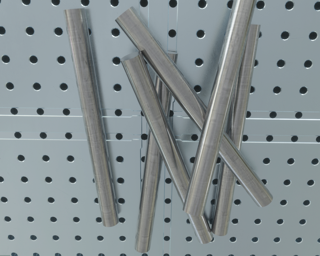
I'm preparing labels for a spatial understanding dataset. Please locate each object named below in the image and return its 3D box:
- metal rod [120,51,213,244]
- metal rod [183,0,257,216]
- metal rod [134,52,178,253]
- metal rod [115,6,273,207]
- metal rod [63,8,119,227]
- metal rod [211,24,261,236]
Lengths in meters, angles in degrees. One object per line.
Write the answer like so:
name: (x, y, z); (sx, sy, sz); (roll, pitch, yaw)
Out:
metal rod: (0.019, 0.044, 0.408); (0.025, 0.025, 0.299); (-19, 117, 7)
metal rod: (0.073, -0.046, 0.355); (0.025, 0.025, 0.298); (13, 94, -5)
metal rod: (-0.009, 0.046, 0.430); (0.025, 0.025, 0.298); (7, 110, -3)
metal rod: (0.051, -0.014, 0.380); (0.025, 0.025, 0.300); (-36, 106, 12)
metal rod: (-0.087, 0.001, 0.412); (0.025, 0.025, 0.298); (-5, 110, 2)
metal rod: (0.098, 0.016, 0.419); (0.025, 0.025, 0.298); (3, 110, -1)
